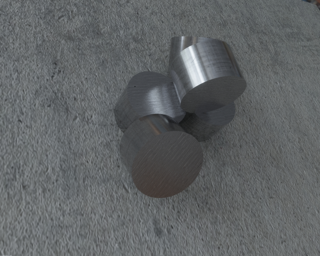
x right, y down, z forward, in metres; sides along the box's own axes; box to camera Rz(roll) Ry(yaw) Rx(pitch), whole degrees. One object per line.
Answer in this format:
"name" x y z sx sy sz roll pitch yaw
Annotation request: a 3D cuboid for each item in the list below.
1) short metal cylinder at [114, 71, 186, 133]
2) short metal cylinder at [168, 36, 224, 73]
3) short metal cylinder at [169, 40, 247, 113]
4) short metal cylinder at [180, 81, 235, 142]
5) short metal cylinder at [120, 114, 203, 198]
"short metal cylinder" -0.013 -0.026 0.399 0.081 0.050 0.080 14 56 -21
"short metal cylinder" 0.054 -0.102 0.454 0.081 0.080 0.050 1 100 -28
"short metal cylinder" 0.057 -0.059 0.374 0.081 0.080 0.050 -2 63 -29
"short metal cylinder" 0.058 -0.027 0.438 0.081 0.050 0.080 14 56 -21
"short metal cylinder" 0.001 0.030 0.345 0.081 0.079 0.050 7 20 -25
